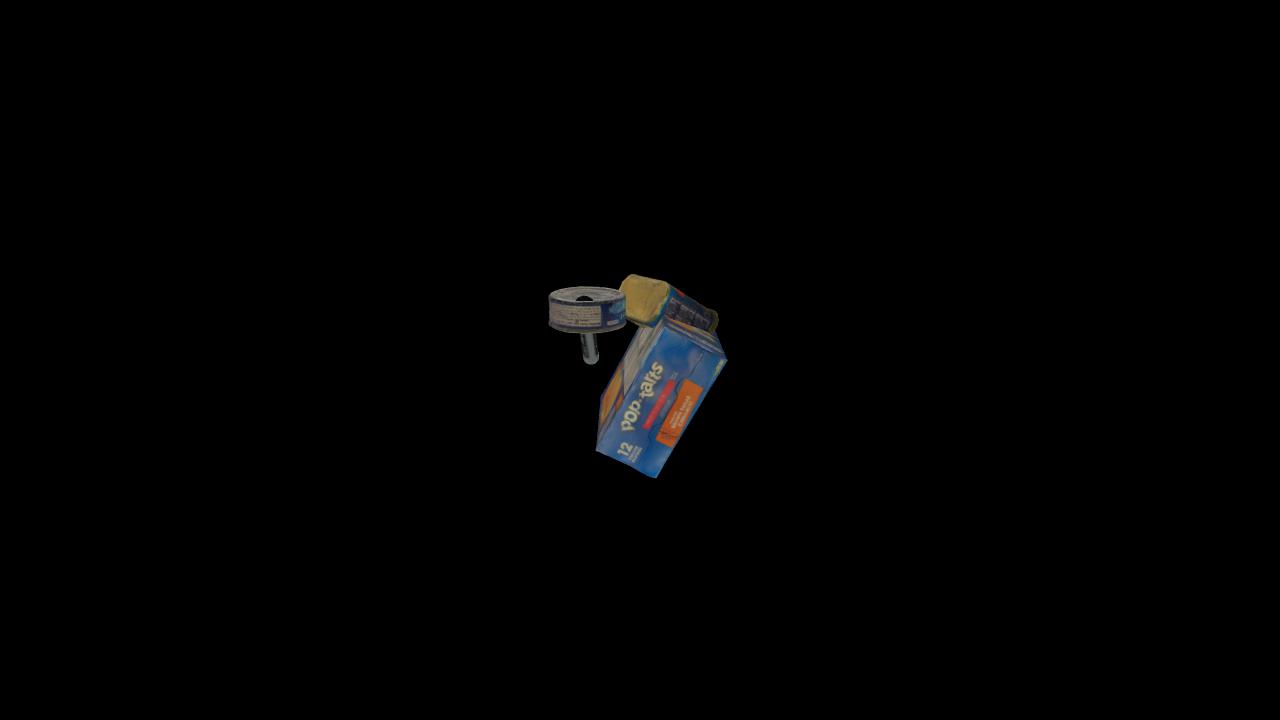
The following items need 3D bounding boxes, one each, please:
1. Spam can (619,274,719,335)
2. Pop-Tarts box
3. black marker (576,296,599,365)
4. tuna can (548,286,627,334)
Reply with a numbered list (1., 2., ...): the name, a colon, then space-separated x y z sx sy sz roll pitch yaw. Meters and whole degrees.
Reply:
1. Spam can: 0.028 -0.056 0.727 0.085 0.058 0.101 27 -2 -34
2. Pop-Tarts box: 0.021 0.026 0.731 0.083 0.167 0.141 25 19 -10
3. black marker: -0.057 -0.032 0.676 0.020 0.020 0.121 0 -29 -1
4. tuna can: -0.056 -0.055 0.660 0.084 0.034 0.084 1 18 0
